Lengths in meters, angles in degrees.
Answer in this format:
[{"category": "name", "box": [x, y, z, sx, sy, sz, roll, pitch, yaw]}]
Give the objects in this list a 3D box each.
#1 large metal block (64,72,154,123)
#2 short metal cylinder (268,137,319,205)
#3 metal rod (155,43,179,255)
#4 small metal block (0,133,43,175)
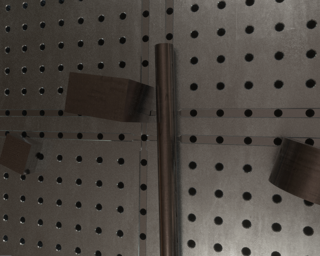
[{"category": "large metal block", "box": [-0.063, -0.038, 0.405, 0.080, 0.080, 0.050, 10, 93, 19]}, {"category": "short metal cylinder", "box": [0.163, 0.046, 0.326, 0.080, 0.080, 0.050, 19, 97, 18]}, {"category": "metal rod", "box": [0.009, 0.040, 0.408, 0.025, 0.025, 0.298, -2, 89, 19]}, {"category": "small metal block", "box": [-0.219, 0.040, 0.488, 0.050, 0.025, 0.050, 21, 97, 18]}]
